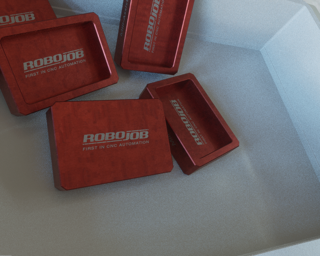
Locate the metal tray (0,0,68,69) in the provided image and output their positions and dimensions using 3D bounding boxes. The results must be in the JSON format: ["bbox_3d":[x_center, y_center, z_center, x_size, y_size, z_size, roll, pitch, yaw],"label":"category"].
[{"bbox_3d":[-0.184,-0.114,0.357,0.131,0.030,0.090,-28,94,-38],"label":"metal tray"}]

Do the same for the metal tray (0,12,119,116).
[{"bbox_3d":[-0.119,-0.077,0.358,0.131,0.030,0.089,-28,107,-37],"label":"metal tray"}]

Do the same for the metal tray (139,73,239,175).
[{"bbox_3d":[0.041,-0.010,0.432,0.091,0.030,0.130,-21,73,-36],"label":"metal tray"}]

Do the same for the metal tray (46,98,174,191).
[{"bbox_3d":[-0.053,0.015,0.349,0.131,0.030,0.090,-5,82,-31],"label":"metal tray"}]

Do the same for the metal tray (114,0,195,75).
[{"bbox_3d":[-0.007,-0.144,0.429,0.091,0.129,0.030,2,23,-28],"label":"metal tray"}]
